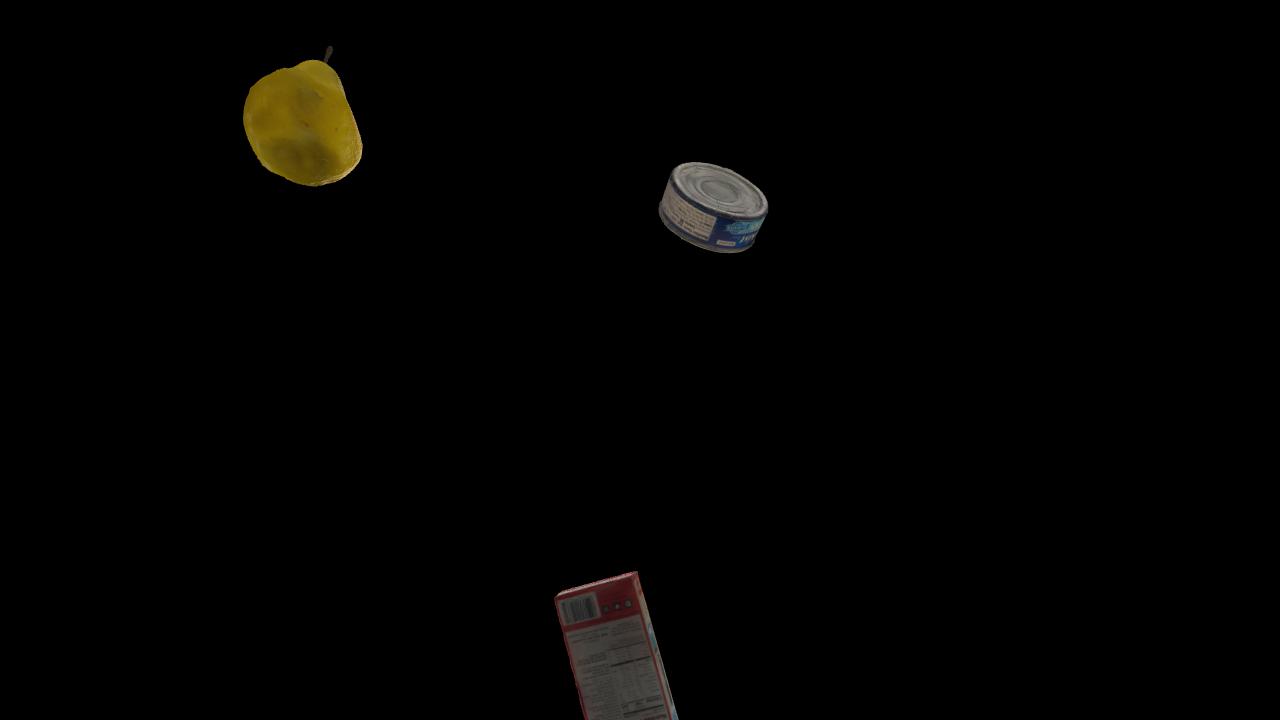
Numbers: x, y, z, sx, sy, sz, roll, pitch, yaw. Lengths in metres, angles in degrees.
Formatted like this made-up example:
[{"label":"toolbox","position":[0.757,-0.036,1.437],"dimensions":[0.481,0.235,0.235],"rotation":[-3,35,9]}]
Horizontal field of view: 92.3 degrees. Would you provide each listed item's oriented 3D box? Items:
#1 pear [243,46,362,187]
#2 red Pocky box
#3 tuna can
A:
[{"label":"pear","position":[-0.240,-0.182,0.449],"dimensions":[0.080,0.111,0.080],"rotation":[-4,-36,-3]},{"label":"red Pocky box","position":[-0.022,0.287,0.581],"dimensions":[0.083,0.155,0.028],"rotation":[-17,-8,8]},{"label":"tuna can","position":[0.060,-0.124,0.494],"dimensions":[0.084,0.084,0.034],"rotation":[0,-44,-23]}]
